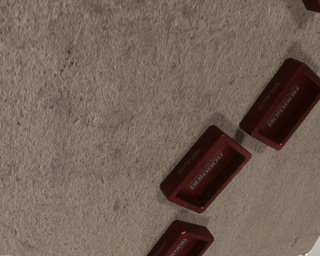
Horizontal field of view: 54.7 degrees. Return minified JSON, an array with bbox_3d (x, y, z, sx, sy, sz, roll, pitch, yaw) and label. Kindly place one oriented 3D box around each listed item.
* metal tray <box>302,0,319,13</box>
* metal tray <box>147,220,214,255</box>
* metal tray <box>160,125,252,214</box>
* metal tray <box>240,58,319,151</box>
[{"bbox_3d":[0.229,-0.225,0.391,0.130,0.030,0.090,-49,129,6],"label":"metal tray"},{"bbox_3d":[0.028,0.232,0.564,0.090,0.030,0.129,27,104,-38],"label":"metal tray"},{"bbox_3d":[0.073,0.068,0.487,0.090,0.030,0.130,33,100,-39],"label":"metal tray"},{"bbox_3d":[0.197,-0.034,0.492,0.090,0.030,0.129,24,105,-37],"label":"metal tray"}]
